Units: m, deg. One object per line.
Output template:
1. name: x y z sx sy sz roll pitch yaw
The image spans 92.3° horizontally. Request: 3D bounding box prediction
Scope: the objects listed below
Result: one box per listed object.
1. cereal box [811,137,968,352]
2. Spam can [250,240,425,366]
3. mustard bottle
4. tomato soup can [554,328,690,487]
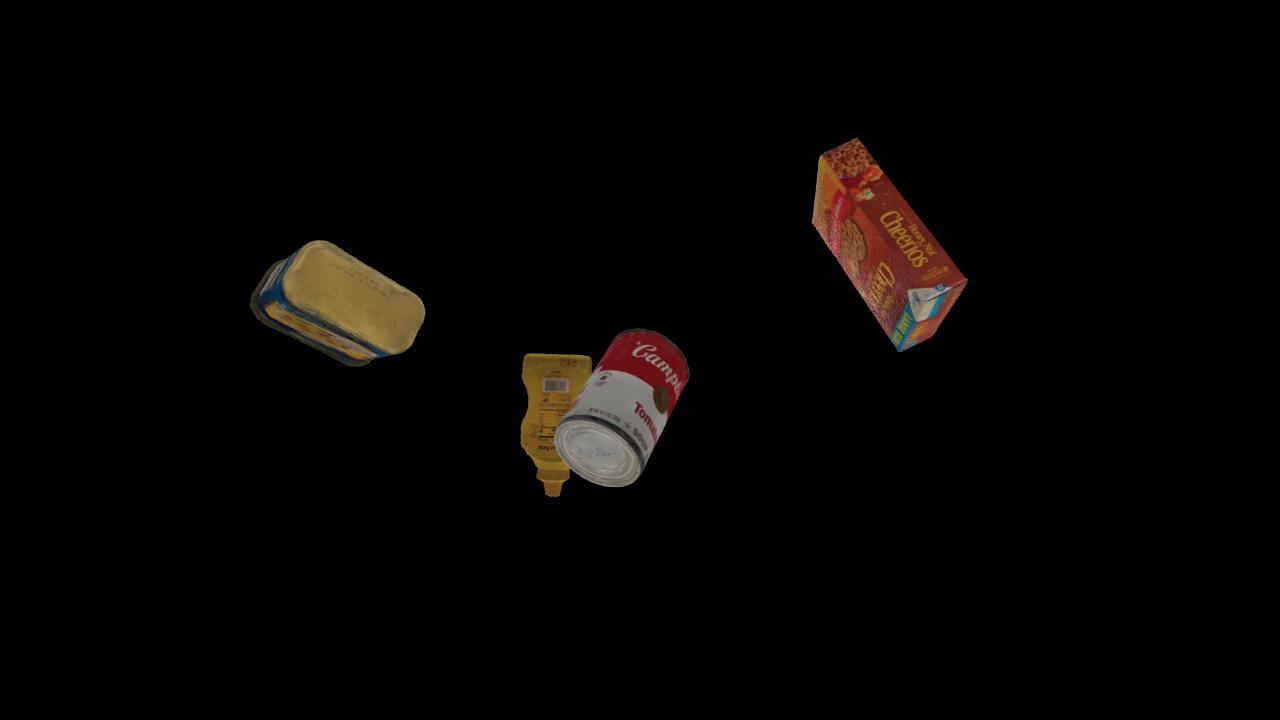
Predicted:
1. cereal box: 0.396 -0.185 1.020 0.081 0.306 0.203 -25 -23 2
2. Spam can: -0.228 -0.040 0.467 0.101 0.058 0.085 34 -26 -35
3. mustard bottle: -0.110 0.085 0.798 0.092 0.184 0.054 2 -4 -8
4. tomato soup can: -0.012 0.033 0.447 0.068 0.068 0.101 0 38 28
